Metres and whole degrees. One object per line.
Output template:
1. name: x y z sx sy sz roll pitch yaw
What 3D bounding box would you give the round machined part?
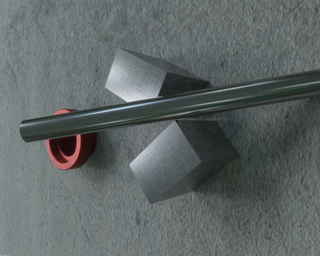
1. round machined part: -0.142 0.018 0.508 0.098 0.042 0.097 0 90 39

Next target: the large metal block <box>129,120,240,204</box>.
1. large metal block: 0.028 0.036 0.345 0.080 0.081 0.050 -45 63 30

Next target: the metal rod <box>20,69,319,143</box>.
1. metal rod: 0.005 -0.019 0.306 0.301 0.025 0.025 -9 84 9

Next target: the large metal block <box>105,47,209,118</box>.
1. large metal block: -0.004 -0.052 0.370 0.080 0.081 0.050 34 111 34
